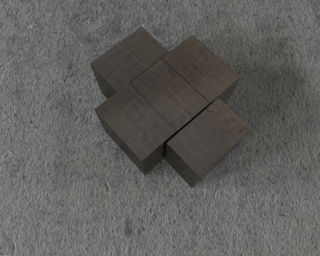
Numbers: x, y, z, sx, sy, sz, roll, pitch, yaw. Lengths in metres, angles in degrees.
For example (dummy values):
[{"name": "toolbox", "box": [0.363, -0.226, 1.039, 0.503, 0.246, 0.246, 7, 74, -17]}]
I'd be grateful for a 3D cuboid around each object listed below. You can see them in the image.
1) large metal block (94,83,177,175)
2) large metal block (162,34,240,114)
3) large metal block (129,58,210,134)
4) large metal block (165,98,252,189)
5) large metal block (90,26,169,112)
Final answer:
[{"name": "large metal block", "box": [-0.028, 0.005, 0.379, 0.050, 0.080, 0.080, -41, 75, -13]}, {"name": "large metal block", "box": [0.048, -0.058, 0.403, 0.050, 0.080, 0.080, -41, 75, -13]}, {"name": "large metal block", "box": [0.010, -0.027, 0.390, 0.050, 0.080, 0.080, -41, 75, -13]}, {"name": "large metal block", "box": [0.054, 0.022, 0.373, 0.080, 0.080, 0.050, -40, 75, -13]}, {"name": "large metal block", "box": [-0.036, -0.070, 0.406, 0.080, 0.080, 0.050, -40, 75, -13]}]
